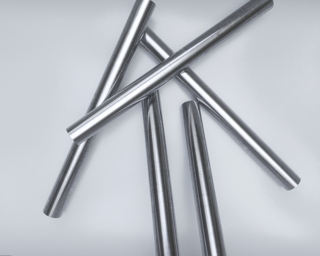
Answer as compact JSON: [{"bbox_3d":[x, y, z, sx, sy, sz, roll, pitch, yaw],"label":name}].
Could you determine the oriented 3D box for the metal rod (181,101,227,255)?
[{"bbox_3d":[0.053,0.099,0.339,0.025,0.025,0.299,-5,60,0],"label":"metal rod"}]

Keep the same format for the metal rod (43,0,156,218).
[{"bbox_3d":[-0.079,-0.022,0.396,0.025,0.025,0.299,25,95,-1],"label":"metal rod"}]

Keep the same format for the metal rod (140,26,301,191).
[{"bbox_3d":[0.071,-0.031,0.412,0.300,0.025,0.025,45,90,-1],"label":"metal rod"}]

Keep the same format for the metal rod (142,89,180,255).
[{"bbox_3d":[0.001,0.073,0.346,0.025,0.025,0.299,-7,63,0],"label":"metal rod"}]

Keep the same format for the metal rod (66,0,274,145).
[{"bbox_3d":[0.017,-0.077,0.384,0.301,0.025,0.025,-36,90,-6],"label":"metal rod"}]
